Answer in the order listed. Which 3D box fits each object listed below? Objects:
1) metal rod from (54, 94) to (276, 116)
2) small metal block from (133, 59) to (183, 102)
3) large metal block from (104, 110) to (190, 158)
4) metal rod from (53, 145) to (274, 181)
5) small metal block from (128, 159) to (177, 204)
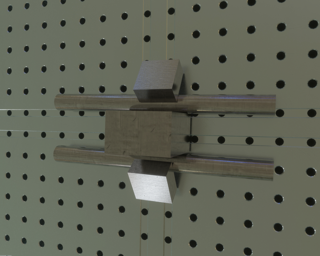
[{"bbox_3d":[-0.007,-0.032,0.410,0.301,0.025,0.025,2,91,19],"label":"metal rod"},{"bbox_3d":[-0.001,-0.060,0.397,0.050,0.025,0.050,1,56,19],"label":"small metal block"},{"bbox_3d":[-0.012,0.006,0.383,0.080,0.080,0.050,2,91,20],"label":"large metal block"},{"bbox_3d":[-0.009,0.044,0.412,0.301,0.025,0.025,2,91,19],"label":"metal rod"},{"bbox_3d":[-0.009,0.068,0.399,0.050,0.025,0.050,3,129,19],"label":"small metal block"}]
